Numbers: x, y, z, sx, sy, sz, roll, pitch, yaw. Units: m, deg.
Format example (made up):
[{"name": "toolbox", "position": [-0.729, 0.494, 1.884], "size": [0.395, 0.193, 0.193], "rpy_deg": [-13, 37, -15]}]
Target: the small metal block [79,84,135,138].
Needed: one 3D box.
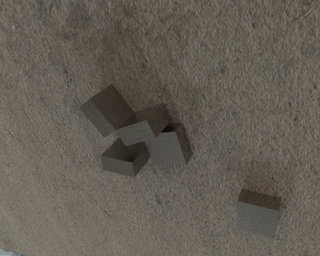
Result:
[{"name": "small metal block", "position": [-0.069, -0.024, 0.413], "size": [0.025, 0.050, 0.050], "rpy_deg": [-32, 101, 38]}]

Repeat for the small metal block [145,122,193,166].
[{"name": "small metal block", "position": [0.011, 0.022, 0.415], "size": [0.050, 0.025, 0.050], "rpy_deg": [-6, 116, 30]}]

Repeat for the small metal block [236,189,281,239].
[{"name": "small metal block", "position": [0.129, 0.113, 0.409], "size": [0.050, 0.025, 0.050], "rpy_deg": [10, 123, 23]}]

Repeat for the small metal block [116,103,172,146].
[{"name": "small metal block", "position": [-0.020, -0.005, 0.398], "size": [0.050, 0.050, 0.025], "rpy_deg": [-16, 110, 34]}]

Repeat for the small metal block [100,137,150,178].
[{"name": "small metal block", "position": [-0.048, 0.041, 0.441], "size": [0.050, 0.050, 0.025], "rpy_deg": [10, 123, 23]}]
